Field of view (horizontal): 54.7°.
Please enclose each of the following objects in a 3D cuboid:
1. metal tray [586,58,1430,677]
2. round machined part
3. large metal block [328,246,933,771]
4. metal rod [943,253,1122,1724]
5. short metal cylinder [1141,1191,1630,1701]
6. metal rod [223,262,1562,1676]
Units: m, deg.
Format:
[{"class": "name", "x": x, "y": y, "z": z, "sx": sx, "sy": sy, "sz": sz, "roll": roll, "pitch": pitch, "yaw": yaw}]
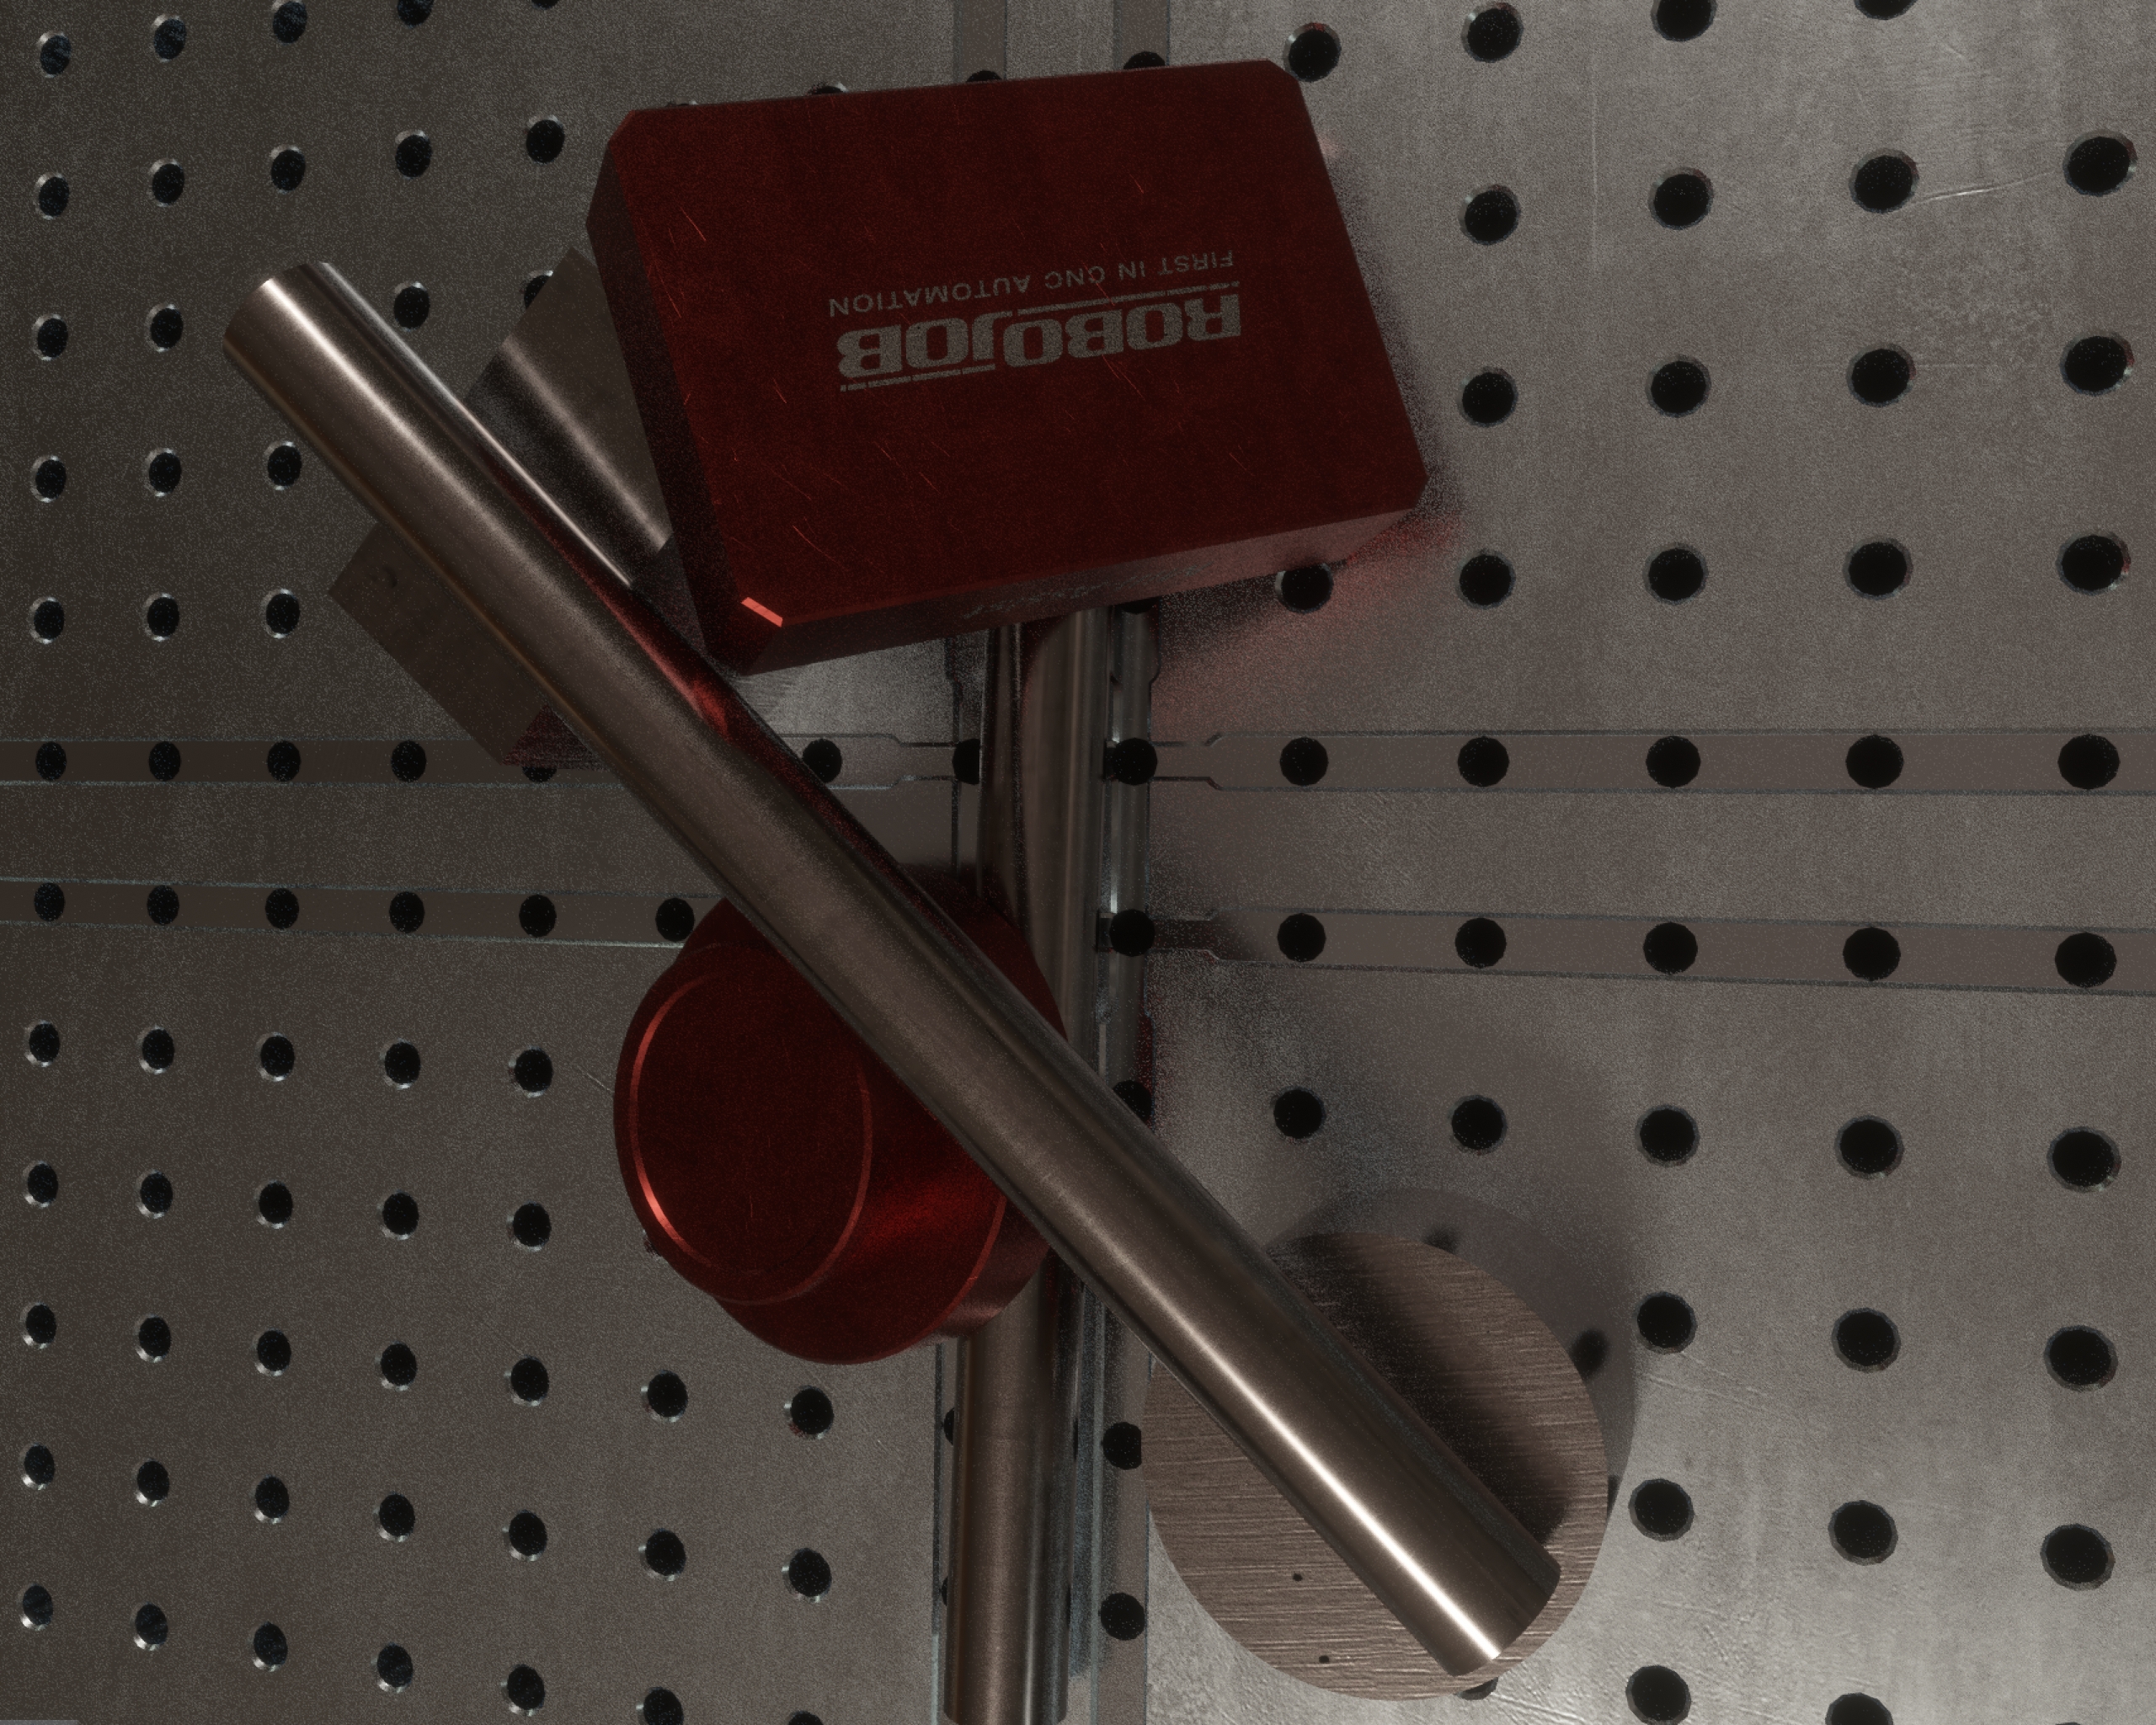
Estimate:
[{"class": "metal tray", "x": -0.011, "y": -0.090, "z": 0.371, "sx": 0.131, "sy": 0.030, "sz": 0.090, "roll": -14, "pitch": 83, "yaw": -23}, {"class": "round machined part", "x": -0.052, "y": 0.049, "z": 0.404, "sx": 0.098, "sy": 0.042, "sz": 0.097, "roll": 0, "pitch": 90, "yaw": 37}, {"class": "large metal block", "x": -0.084, "y": -0.064, "z": 0.413, "sx": 0.050, "sy": 0.080, "sz": 0.080, "roll": 43, "pitch": 103, "yaw": 14}, {"class": "metal rod", "x": -0.008, "y": 0.020, "z": 0.414, "sx": 0.025, "sy": 0.025, "sz": 0.298, "roll": 3, "pitch": 91, "yaw": 19}, {"class": "short metal cylinder", "x": 0.058, "y": 0.103, "z": 0.379, "sx": 0.080, "sy": 0.050, "sz": 0.079, "roll": 0, "pitch": 90, "yaw": 19}, {"class": "metal rod", "x": -0.035, "y": 0.013, "z": 0.349, "sx": 0.300, "sy": 0.025, "sz": 0.025, "roll": 46, "pitch": 104, "yaw": 5}]
